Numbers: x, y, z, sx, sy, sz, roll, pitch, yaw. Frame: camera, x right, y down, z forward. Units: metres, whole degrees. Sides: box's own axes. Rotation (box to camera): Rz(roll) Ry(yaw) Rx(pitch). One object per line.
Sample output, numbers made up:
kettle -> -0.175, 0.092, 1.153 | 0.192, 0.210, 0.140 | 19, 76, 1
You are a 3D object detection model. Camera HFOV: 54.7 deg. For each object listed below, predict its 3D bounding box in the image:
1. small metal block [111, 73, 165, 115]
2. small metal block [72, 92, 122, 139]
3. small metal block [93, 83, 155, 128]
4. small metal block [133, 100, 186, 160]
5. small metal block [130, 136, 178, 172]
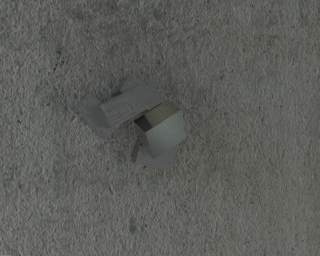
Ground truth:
small metal block -> -0.029, -0.040, 0.387 | 0.050, 0.050, 0.025 | 34, 79, -17
small metal block -> -0.077, -0.014, 0.369 | 0.025, 0.050, 0.050 | -47, 105, -14
small metal block -> -0.040, -0.023, 0.330 | 0.050, 0.050, 0.025 | -31, 101, -18
small metal block -> 0.001, 0.002, 0.372 | 0.050, 0.025, 0.050 | -33, 138, -17
small metal block -> -0.006, 0.027, 0.409 | 0.050, 0.025, 0.050 | 17, 84, -20
